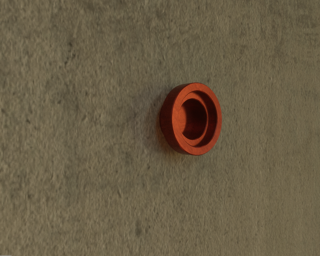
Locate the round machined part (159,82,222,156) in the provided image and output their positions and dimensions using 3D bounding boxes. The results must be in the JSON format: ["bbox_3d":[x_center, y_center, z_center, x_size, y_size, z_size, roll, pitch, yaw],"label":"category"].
[{"bbox_3d":[0.038,-0.012,0.428,0.099,0.042,0.097,0,90,-40],"label":"round machined part"}]
